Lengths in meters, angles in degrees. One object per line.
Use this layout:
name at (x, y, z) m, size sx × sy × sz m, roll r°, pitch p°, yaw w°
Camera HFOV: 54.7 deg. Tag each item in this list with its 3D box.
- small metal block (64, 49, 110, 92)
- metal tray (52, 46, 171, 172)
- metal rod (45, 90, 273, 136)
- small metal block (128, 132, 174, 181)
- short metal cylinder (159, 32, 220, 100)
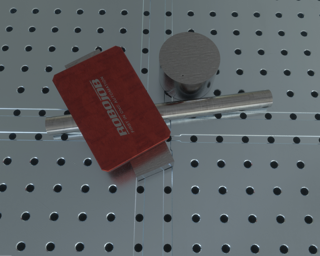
small metal block at (-0.096, -0.074, 0.424) m, size 0.050 × 0.050 × 0.025 m, roll -30°, pitch 73°, yaw -11°
metal tray at (-0.058, -0.023, 0.376) m, size 0.090 × 0.030 × 0.130 m, roll -29°, pitch 84°, yaw -10°
metal rod at (0.001, -0.022, 0.420) m, size 0.302 × 0.025 × 0.025 m, roll -7°, pitch 70°, yaw -3°
small metal block at (-0.015, 0.033, 0.398) m, size 0.050 × 0.025 × 0.050 m, roll -22°, pitch 72°, yaw -8°
short metal cylinder at (0.039, -0.084, 0.429) m, size 0.081 × 0.050 × 0.080 m, roll 0°, pitch 70°, yaw 0°
